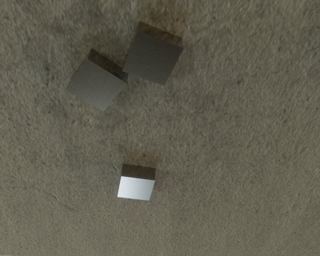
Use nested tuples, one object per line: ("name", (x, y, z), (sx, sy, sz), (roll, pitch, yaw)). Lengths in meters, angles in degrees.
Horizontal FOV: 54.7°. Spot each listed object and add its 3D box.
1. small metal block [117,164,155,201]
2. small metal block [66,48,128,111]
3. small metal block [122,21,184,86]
("small metal block", (-0.037, 0.084, 0.479), (0.050, 0.025, 0.050), (9, 130, -8))
("small metal block", (-0.072, -0.055, 0.360), (0.050, 0.025, 0.050), (30, 124, -24))
("small metal block", (-0.009, -0.080, 0.339), (0.050, 0.025, 0.050), (17, 128, -15))
